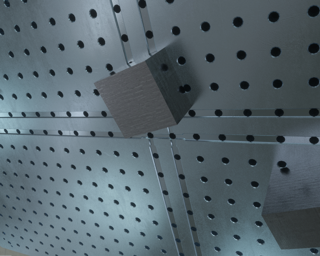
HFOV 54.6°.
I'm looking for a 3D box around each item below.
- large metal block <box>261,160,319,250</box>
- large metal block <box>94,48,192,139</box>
[{"bbox_3d":[0.166,0.081,0.338,0.080,0.080,0.050,-21,107,36],"label":"large metal block"},{"bbox_3d":[-0.020,-0.041,0.381,0.080,0.050,0.080,-15,111,34],"label":"large metal block"}]
